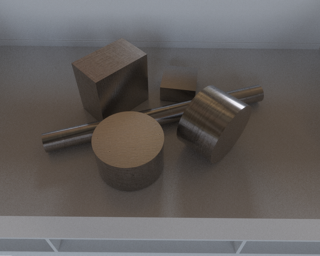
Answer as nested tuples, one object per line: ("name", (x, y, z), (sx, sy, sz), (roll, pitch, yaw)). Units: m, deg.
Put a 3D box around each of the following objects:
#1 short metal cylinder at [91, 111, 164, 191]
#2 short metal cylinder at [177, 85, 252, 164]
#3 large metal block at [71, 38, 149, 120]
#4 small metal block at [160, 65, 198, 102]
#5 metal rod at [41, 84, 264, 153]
("short metal cylinder", (-0.036, 0.026, 0.364), (0.081, 0.050, 0.080), (0, 50, 0))
("short metal cylinder", (0.065, -0.004, 0.372), (0.050, 0.080, 0.080), (35, 58, 25))
("large metal block", (-0.063, -0.062, 0.420), (0.080, 0.080, 0.050), (-36, 59, -26))
("small metal block", (0.029, -0.065, 0.458), (0.050, 0.025, 0.050), (7, 50, 5))
("metal rod", (0.000, -0.016, 0.417), (0.302, 0.025, 0.025), (-14, 52, -12))
